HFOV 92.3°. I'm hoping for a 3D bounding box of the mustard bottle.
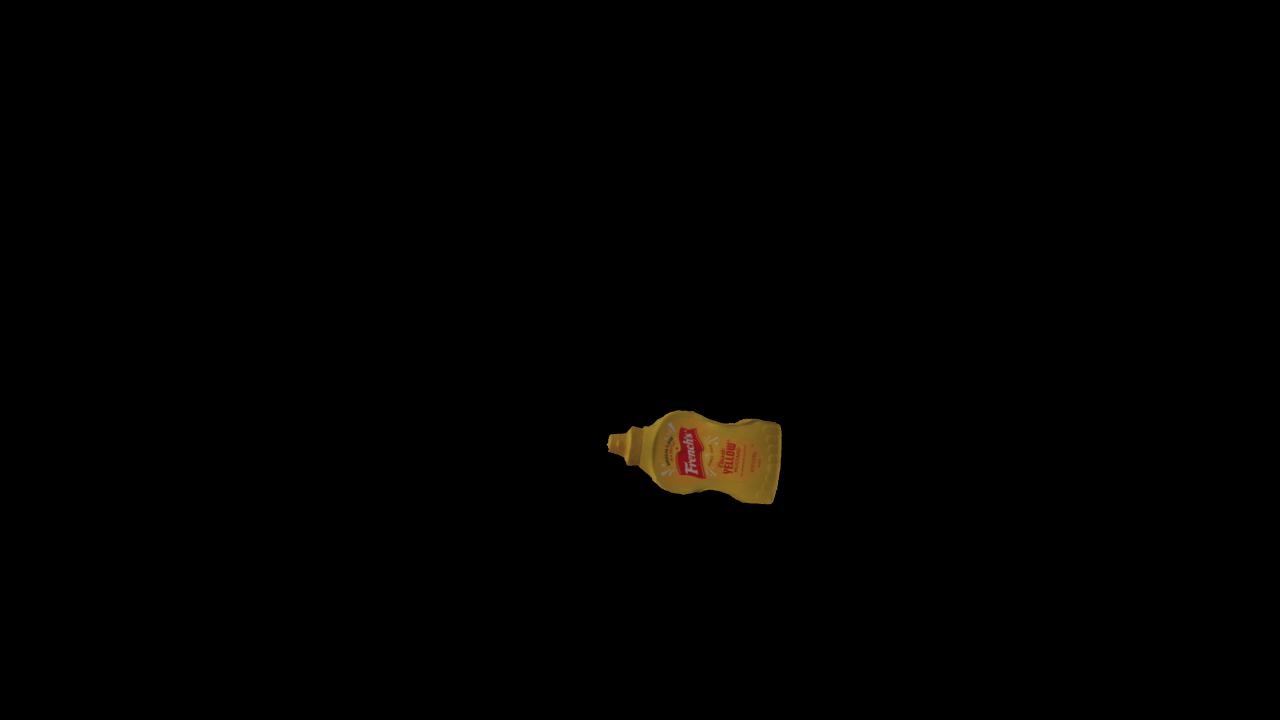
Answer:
[{"bbox_3d":[0.056,0.101,0.663,0.184,0.092,0.054,8,-1,-2],"label":"mustard bottle"}]
